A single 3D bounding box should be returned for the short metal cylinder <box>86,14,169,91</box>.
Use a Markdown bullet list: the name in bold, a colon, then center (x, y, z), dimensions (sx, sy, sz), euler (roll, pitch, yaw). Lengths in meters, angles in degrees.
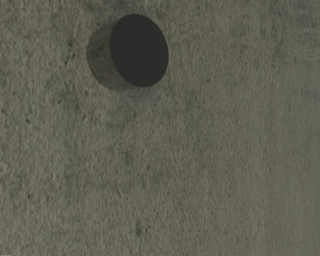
- **short metal cylinder**: center (-0.037, -0.085, 0.359), dimensions (0.081, 0.050, 0.079), euler (0, 90, -40)
